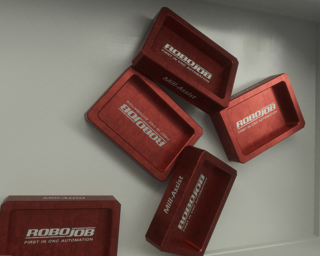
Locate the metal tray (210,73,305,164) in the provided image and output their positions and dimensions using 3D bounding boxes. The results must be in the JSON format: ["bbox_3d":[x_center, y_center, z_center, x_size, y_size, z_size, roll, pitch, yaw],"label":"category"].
[{"bbox_3d":[0.146,-0.016,0.461,0.131,0.030,0.090,-27,99,-18],"label":"metal tray"}]

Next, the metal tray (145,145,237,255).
[{"bbox_3d":[0.045,0.099,0.406,0.090,0.030,0.130,33,79,-41],"label":"metal tray"}]

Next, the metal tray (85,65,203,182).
[{"bbox_3d":[-0.019,-0.005,0.400,0.130,0.030,0.090,43,76,-15],"label":"metal tray"}]

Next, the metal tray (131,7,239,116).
[{"bbox_3d":[0.038,-0.086,0.404,0.131,0.030,0.090,31,58,-18],"label":"metal tray"}]

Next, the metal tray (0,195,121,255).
[{"bbox_3d":[-0.116,0.127,0.365,0.131,0.030,0.089,5,88,-20],"label":"metal tray"}]
